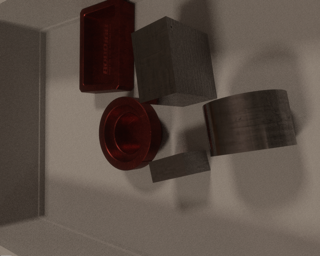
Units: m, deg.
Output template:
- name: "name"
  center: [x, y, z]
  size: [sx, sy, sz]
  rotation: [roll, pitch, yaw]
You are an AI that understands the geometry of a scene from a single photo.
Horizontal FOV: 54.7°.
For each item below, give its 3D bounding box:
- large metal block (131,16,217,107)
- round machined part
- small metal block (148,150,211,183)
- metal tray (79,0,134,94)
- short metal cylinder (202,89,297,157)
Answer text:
- name: "large metal block"
  center: [0.018, -0.070, 0.355]
  size: [0.050, 0.081, 0.080]
  rotation: [-12, 82, 39]
- name: "round machined part"
  center: [-0.035, 0.007, 0.423]
  size: [0.098, 0.042, 0.097]
  rotation: [0, 90, 39]
- name: "small metal block"
  center: [0.024, 0.046, 0.369]
  size: [0.050, 0.050, 0.025]
  rotation: [-20, 78, 38]
- name: "metal tray"
  center: [-0.082, -0.120, 0.468]
  size: [0.090, 0.030, 0.129]
  rotation: [1, 91, 39]
- name: "short metal cylinder"
  center: [0.085, -0.002, 0.300]
  size: [0.080, 0.081, 0.050]
  rotation: [-13, 82, 39]
